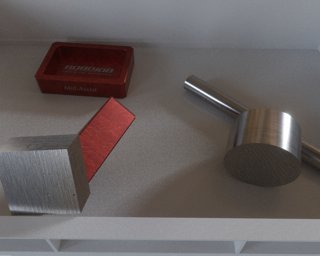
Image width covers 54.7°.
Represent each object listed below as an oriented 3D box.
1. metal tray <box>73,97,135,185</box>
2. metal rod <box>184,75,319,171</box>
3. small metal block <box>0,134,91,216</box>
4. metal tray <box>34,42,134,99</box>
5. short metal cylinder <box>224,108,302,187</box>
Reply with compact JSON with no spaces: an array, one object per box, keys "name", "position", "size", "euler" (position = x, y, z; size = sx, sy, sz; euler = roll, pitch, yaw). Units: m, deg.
[{"name":"metal tray","position":[-0.084,0.031,0.313],"size":[0.030,0.129,0.090],"euler":[41,53,-11]},{"name":"metal rod","position":[0.155,0.009,0.399],"size":[0.300,0.025,0.025],"euler":[35,58,25]},{"name":"small metal block","position":[-0.081,0.033,0.220],"size":[0.050,0.050,0.025],"euler":[-3,22,5]},{"name":"metal tray","position":[-0.111,-0.091,0.476],"size":[0.131,0.030,0.090],"euler":[4,50,3]},{"name":"short metal cylinder","position":[0.117,0.024,0.351],"size":[0.080,0.080,0.050],"euler":[13,51,10]}]
